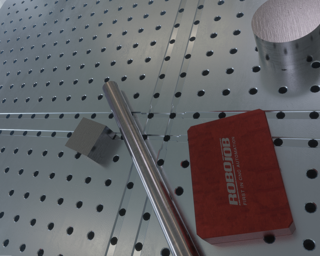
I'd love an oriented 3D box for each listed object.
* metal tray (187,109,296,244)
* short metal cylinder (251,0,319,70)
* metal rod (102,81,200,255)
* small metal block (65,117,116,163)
[{"bbox_3d":[0.081,0.050,0.332,0.090,0.030,0.130,-15,56,19],"label":"metal tray"},{"bbox_3d":[0.159,-0.119,0.382,0.080,0.050,0.080,-13,56,21],"label":"short metal cylinder"},{"bbox_3d":[-0.022,0.039,0.395,0.025,0.025,0.300,-33,51,6],"label":"metal rod"},{"bbox_3d":[-0.102,0.017,0.451,0.050,0.025,0.050,18,71,35],"label":"small metal block"}]
